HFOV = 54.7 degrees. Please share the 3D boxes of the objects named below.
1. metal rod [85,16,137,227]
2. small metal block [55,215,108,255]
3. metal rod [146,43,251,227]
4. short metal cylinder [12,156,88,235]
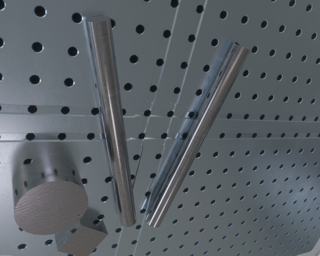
[{"bbox_3d":[-0.055,0.016,0.390,0.025,0.025,0.298,-16,125,-19],"label":"metal rod"},{"bbox_3d":[-0.112,0.155,0.446,0.050,0.025,0.050,-49,129,6],"label":"small metal block"},{"bbox_3d":[0.048,0.022,0.450,0.025,0.025,0.298,12,112,-33],"label":"metal rod"},{"bbox_3d":[-0.132,0.080,0.372,0.081,0.050,0.079,-14,124,-21],"label":"short metal cylinder"}]
